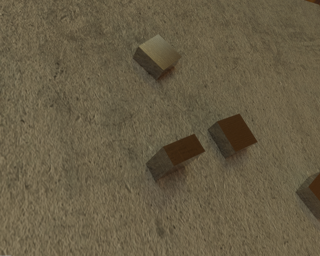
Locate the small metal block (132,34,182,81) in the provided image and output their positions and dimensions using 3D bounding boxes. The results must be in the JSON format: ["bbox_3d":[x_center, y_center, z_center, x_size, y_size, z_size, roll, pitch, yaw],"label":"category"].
[{"bbox_3d":[-0.004,-0.107,0.467,0.050,0.025,0.050,44,51,2],"label":"small metal block"}]

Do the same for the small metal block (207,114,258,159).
[{"bbox_3d":[0.106,0.011,0.454,0.050,0.025,0.050,-18,71,-35],"label":"small metal block"}]

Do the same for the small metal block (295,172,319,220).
[{"bbox_3d":[0.244,0.102,0.472,0.050,0.025,0.050,-29,78,-37],"label":"small metal block"}]

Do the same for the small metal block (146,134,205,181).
[{"bbox_3d":[0.018,0.036,0.375,0.050,0.050,0.025,-20,73,-36],"label":"small metal block"}]
